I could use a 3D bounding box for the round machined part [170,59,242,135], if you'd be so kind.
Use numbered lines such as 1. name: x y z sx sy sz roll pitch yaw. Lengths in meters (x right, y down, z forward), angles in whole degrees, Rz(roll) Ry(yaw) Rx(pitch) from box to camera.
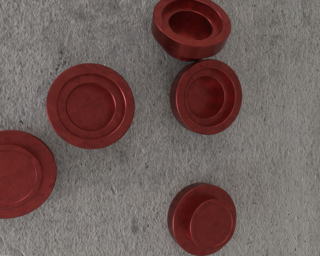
1. round machined part: 0.058 -0.041 0.417 0.099 0.042 0.097 -3 98 -22

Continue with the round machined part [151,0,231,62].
1. round machined part: 0.037 -0.124 0.398 0.099 0.042 0.098 5 58 -7

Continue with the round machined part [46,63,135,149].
1. round machined part: -0.083 -0.025 0.369 0.099 0.042 0.097 0 90 -20

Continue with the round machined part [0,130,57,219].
1. round machined part: -0.165 0.051 0.339 0.099 0.042 0.097 0 90 -20

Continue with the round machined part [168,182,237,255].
1. round machined part: 0.064 0.127 0.423 0.099 0.042 0.097 0 90 -20
